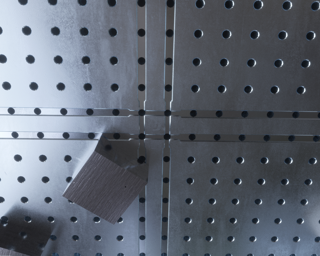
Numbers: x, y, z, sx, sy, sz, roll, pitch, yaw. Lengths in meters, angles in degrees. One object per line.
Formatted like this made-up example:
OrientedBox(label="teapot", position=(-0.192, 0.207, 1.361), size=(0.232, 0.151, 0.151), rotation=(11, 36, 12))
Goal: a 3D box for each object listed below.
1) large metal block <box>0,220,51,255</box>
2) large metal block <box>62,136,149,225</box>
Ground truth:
OrientedBox(label="large metal block", position=(-0.223, 0.198, 0.470), size=(0.080, 0.050, 0.079), rotation=(20, 109, -8))
OrientedBox(label="large metal block", position=(-0.072, 0.071, 0.425), size=(0.080, 0.050, 0.080), rotation=(34, 106, -12))
